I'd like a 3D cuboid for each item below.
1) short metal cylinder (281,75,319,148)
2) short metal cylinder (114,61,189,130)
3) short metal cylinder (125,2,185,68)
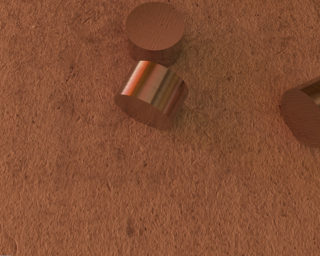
[{"bbox_3d":[0.199,-0.022,0.388,0.050,0.080,0.080,-24,72,-8],"label":"short metal cylinder"},{"bbox_3d":[-0.011,-0.040,0.393,0.080,0.080,0.050,24,72,8],"label":"short metal cylinder"},{"bbox_3d":[-0.007,-0.131,0.442,0.081,0.050,0.080,0,70,0],"label":"short metal cylinder"}]
